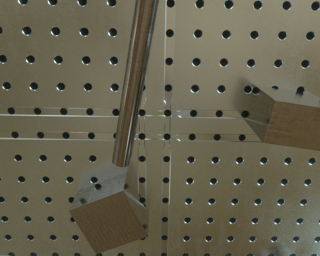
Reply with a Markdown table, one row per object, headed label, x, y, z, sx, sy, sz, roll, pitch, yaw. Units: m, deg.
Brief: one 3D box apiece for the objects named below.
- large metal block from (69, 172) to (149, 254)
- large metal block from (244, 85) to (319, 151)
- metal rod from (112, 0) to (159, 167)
| label | x | y | z | sx | sy | sz | roll | pitch | yaw |
| --- | --- | --- | --- | --- | --- | --- | --- | --- | --- |
| large metal block | -0.069 | 0.122 | 0.444 | 0.080 | 0.050 | 0.080 | -22 | 109 | 7 |
| large metal block | 0.160 | -0.014 | 0.381 | 0.081 | 0.080 | 0.050 | 8 | 110 | -4 |
| metal rod | -0.026 | -0.084 | 0.367 | 0.025 | 0.025 | 0.298 | 10 | 115 | -4 |
